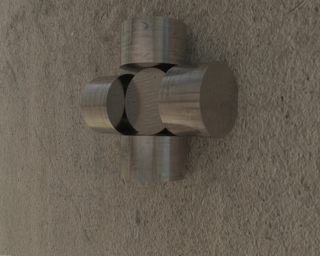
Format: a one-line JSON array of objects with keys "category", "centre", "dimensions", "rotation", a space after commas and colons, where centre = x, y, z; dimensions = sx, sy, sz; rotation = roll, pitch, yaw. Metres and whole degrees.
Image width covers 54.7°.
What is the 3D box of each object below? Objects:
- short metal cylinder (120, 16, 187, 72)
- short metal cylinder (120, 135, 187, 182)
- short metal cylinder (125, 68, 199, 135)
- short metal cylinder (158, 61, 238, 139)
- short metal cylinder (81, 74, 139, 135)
[{"category": "short metal cylinder", "centre": [-0.008, -0.097, 0.374], "dimensions": [0.080, 0.081, 0.050], "rotation": [2, 92, 39]}, {"category": "short metal cylinder", "centre": [-0.008, 0.034, 0.375], "dimensions": [0.080, 0.081, 0.050], "rotation": [1, 90, 39]}, {"category": "short metal cylinder", "centre": [0.002, -0.032, 0.387], "dimensions": [0.080, 0.050, 0.079], "rotation": [0, 90, 39]}, {"category": "short metal cylinder", "centre": [0.043, -0.030, 0.334], "dimensions": [0.050, 0.081, 0.079], "rotation": [3, 92, 40]}, {"category": "short metal cylinder", "centre": [-0.058, -0.031, 0.416], "dimensions": [0.050, 0.081, 0.079], "rotation": [3, 92, 40]}]
